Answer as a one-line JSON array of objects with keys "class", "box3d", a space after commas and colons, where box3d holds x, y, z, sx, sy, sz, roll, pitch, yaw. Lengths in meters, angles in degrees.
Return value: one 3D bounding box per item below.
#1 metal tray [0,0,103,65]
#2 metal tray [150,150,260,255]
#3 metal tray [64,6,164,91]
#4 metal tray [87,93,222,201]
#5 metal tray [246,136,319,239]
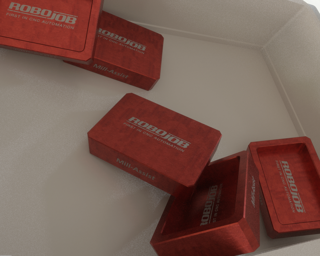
[{"class": "metal tray", "box3d": [-0.138, -0.132, 0.361, 0.131, 0.030, 0.089, 10, 92, -8]}, {"class": "metal tray", "box3d": [0.052, 0.076, 0.315, 0.030, 0.090, 0.130, 61, 25, -12]}, {"class": "metal tray", "box3d": [-0.062, -0.114, 0.438, 0.131, 0.030, 0.090, 17, 57, -19]}, {"class": "metal tray", "box3d": [-0.005, 0.016, 0.361, 0.130, 0.030, 0.090, 25, 49, 15]}, {"class": "metal tray", "box3d": [0.178, 0.077, 0.422, 0.091, 0.030, 0.130, -6, 56, -1]}]
